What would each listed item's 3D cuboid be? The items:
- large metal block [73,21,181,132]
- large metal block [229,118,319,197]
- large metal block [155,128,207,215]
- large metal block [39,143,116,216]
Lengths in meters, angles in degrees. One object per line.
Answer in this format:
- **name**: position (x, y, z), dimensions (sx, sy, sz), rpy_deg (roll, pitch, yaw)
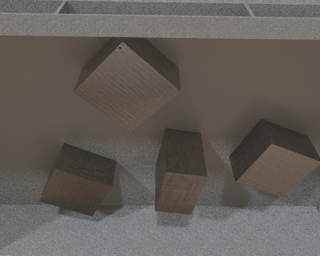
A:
- **large metal block**: position (-0.035, -0.054, 0.346), dimensions (0.080, 0.050, 0.080), rpy_deg (37, 121, -27)
- **large metal block**: position (0.156, 0.043, 0.431), dimensions (0.080, 0.050, 0.079), rpy_deg (19, 128, -16)
- **large metal block**: position (0.025, 0.059, 0.423), dimensions (0.050, 0.080, 0.079), rpy_deg (8, 130, -7)
- **large metal block**: position (-0.120, 0.078, 0.458), dimensions (0.080, 0.050, 0.080), rpy_deg (22, 127, -18)
